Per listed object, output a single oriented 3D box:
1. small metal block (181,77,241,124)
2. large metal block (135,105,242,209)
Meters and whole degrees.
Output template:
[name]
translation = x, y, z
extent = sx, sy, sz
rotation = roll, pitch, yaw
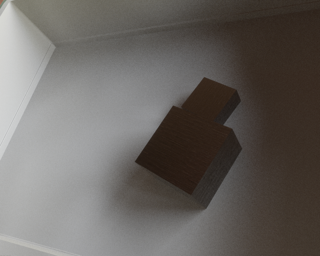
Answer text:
[small metal block]
translation = 0.064, -0.030, 0.390
extent = 0.050, 0.025, 0.050
rotation = 31, 78, 37
[large metal block]
translation = 0.033, 0.031, 0.352
extent = 0.080, 0.050, 0.080
rotation = 25, 75, 36
